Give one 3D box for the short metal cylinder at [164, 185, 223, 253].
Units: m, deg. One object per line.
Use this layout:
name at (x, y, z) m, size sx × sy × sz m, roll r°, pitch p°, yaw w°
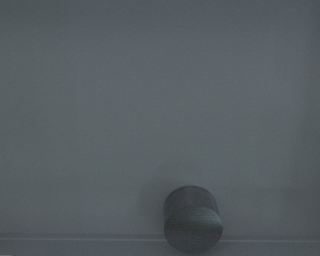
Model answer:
short metal cylinder at (0.046, 0.131, 0.446) m, size 0.080 × 0.050 × 0.079 m, roll 0°, pitch 110°, yaw 0°
